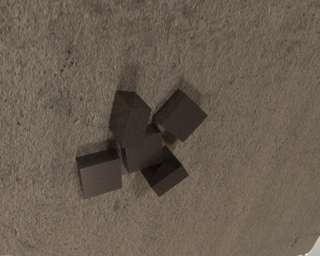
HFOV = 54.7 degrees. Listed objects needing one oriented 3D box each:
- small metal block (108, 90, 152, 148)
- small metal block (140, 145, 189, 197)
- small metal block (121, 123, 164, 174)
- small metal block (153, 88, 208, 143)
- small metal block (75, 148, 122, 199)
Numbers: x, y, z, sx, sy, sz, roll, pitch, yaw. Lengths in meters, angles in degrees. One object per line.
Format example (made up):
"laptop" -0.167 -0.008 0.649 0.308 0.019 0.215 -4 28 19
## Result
"small metal block" -0.037 -0.011 0.365 0.025 0.050 0.050 2 118 -30
"small metal block" 0.004 0.059 0.431 0.050 0.050 0.025 -35 130 -5
"small metal block" -0.025 0.027 0.411 0.050 0.025 0.050 -17 125 -19
"small metal block" 0.028 -0.016 0.414 0.050 0.025 0.050 -48 129 5
"small metal block" -0.078 0.059 0.402 0.050 0.025 0.050 -13 124 -21
